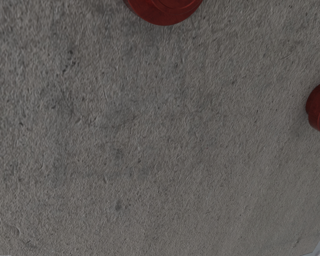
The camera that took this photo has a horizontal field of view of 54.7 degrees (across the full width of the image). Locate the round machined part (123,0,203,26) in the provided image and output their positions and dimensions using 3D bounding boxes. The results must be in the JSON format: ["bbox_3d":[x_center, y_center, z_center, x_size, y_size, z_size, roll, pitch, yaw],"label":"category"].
[{"bbox_3d":[0.010,-0.151,0.307,0.099,0.042,0.097,-14,124,-21],"label":"round machined part"}]

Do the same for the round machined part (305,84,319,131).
[{"bbox_3d":[0.291,-0.041,0.528,0.099,0.042,0.097,-14,124,-21],"label":"round machined part"}]
